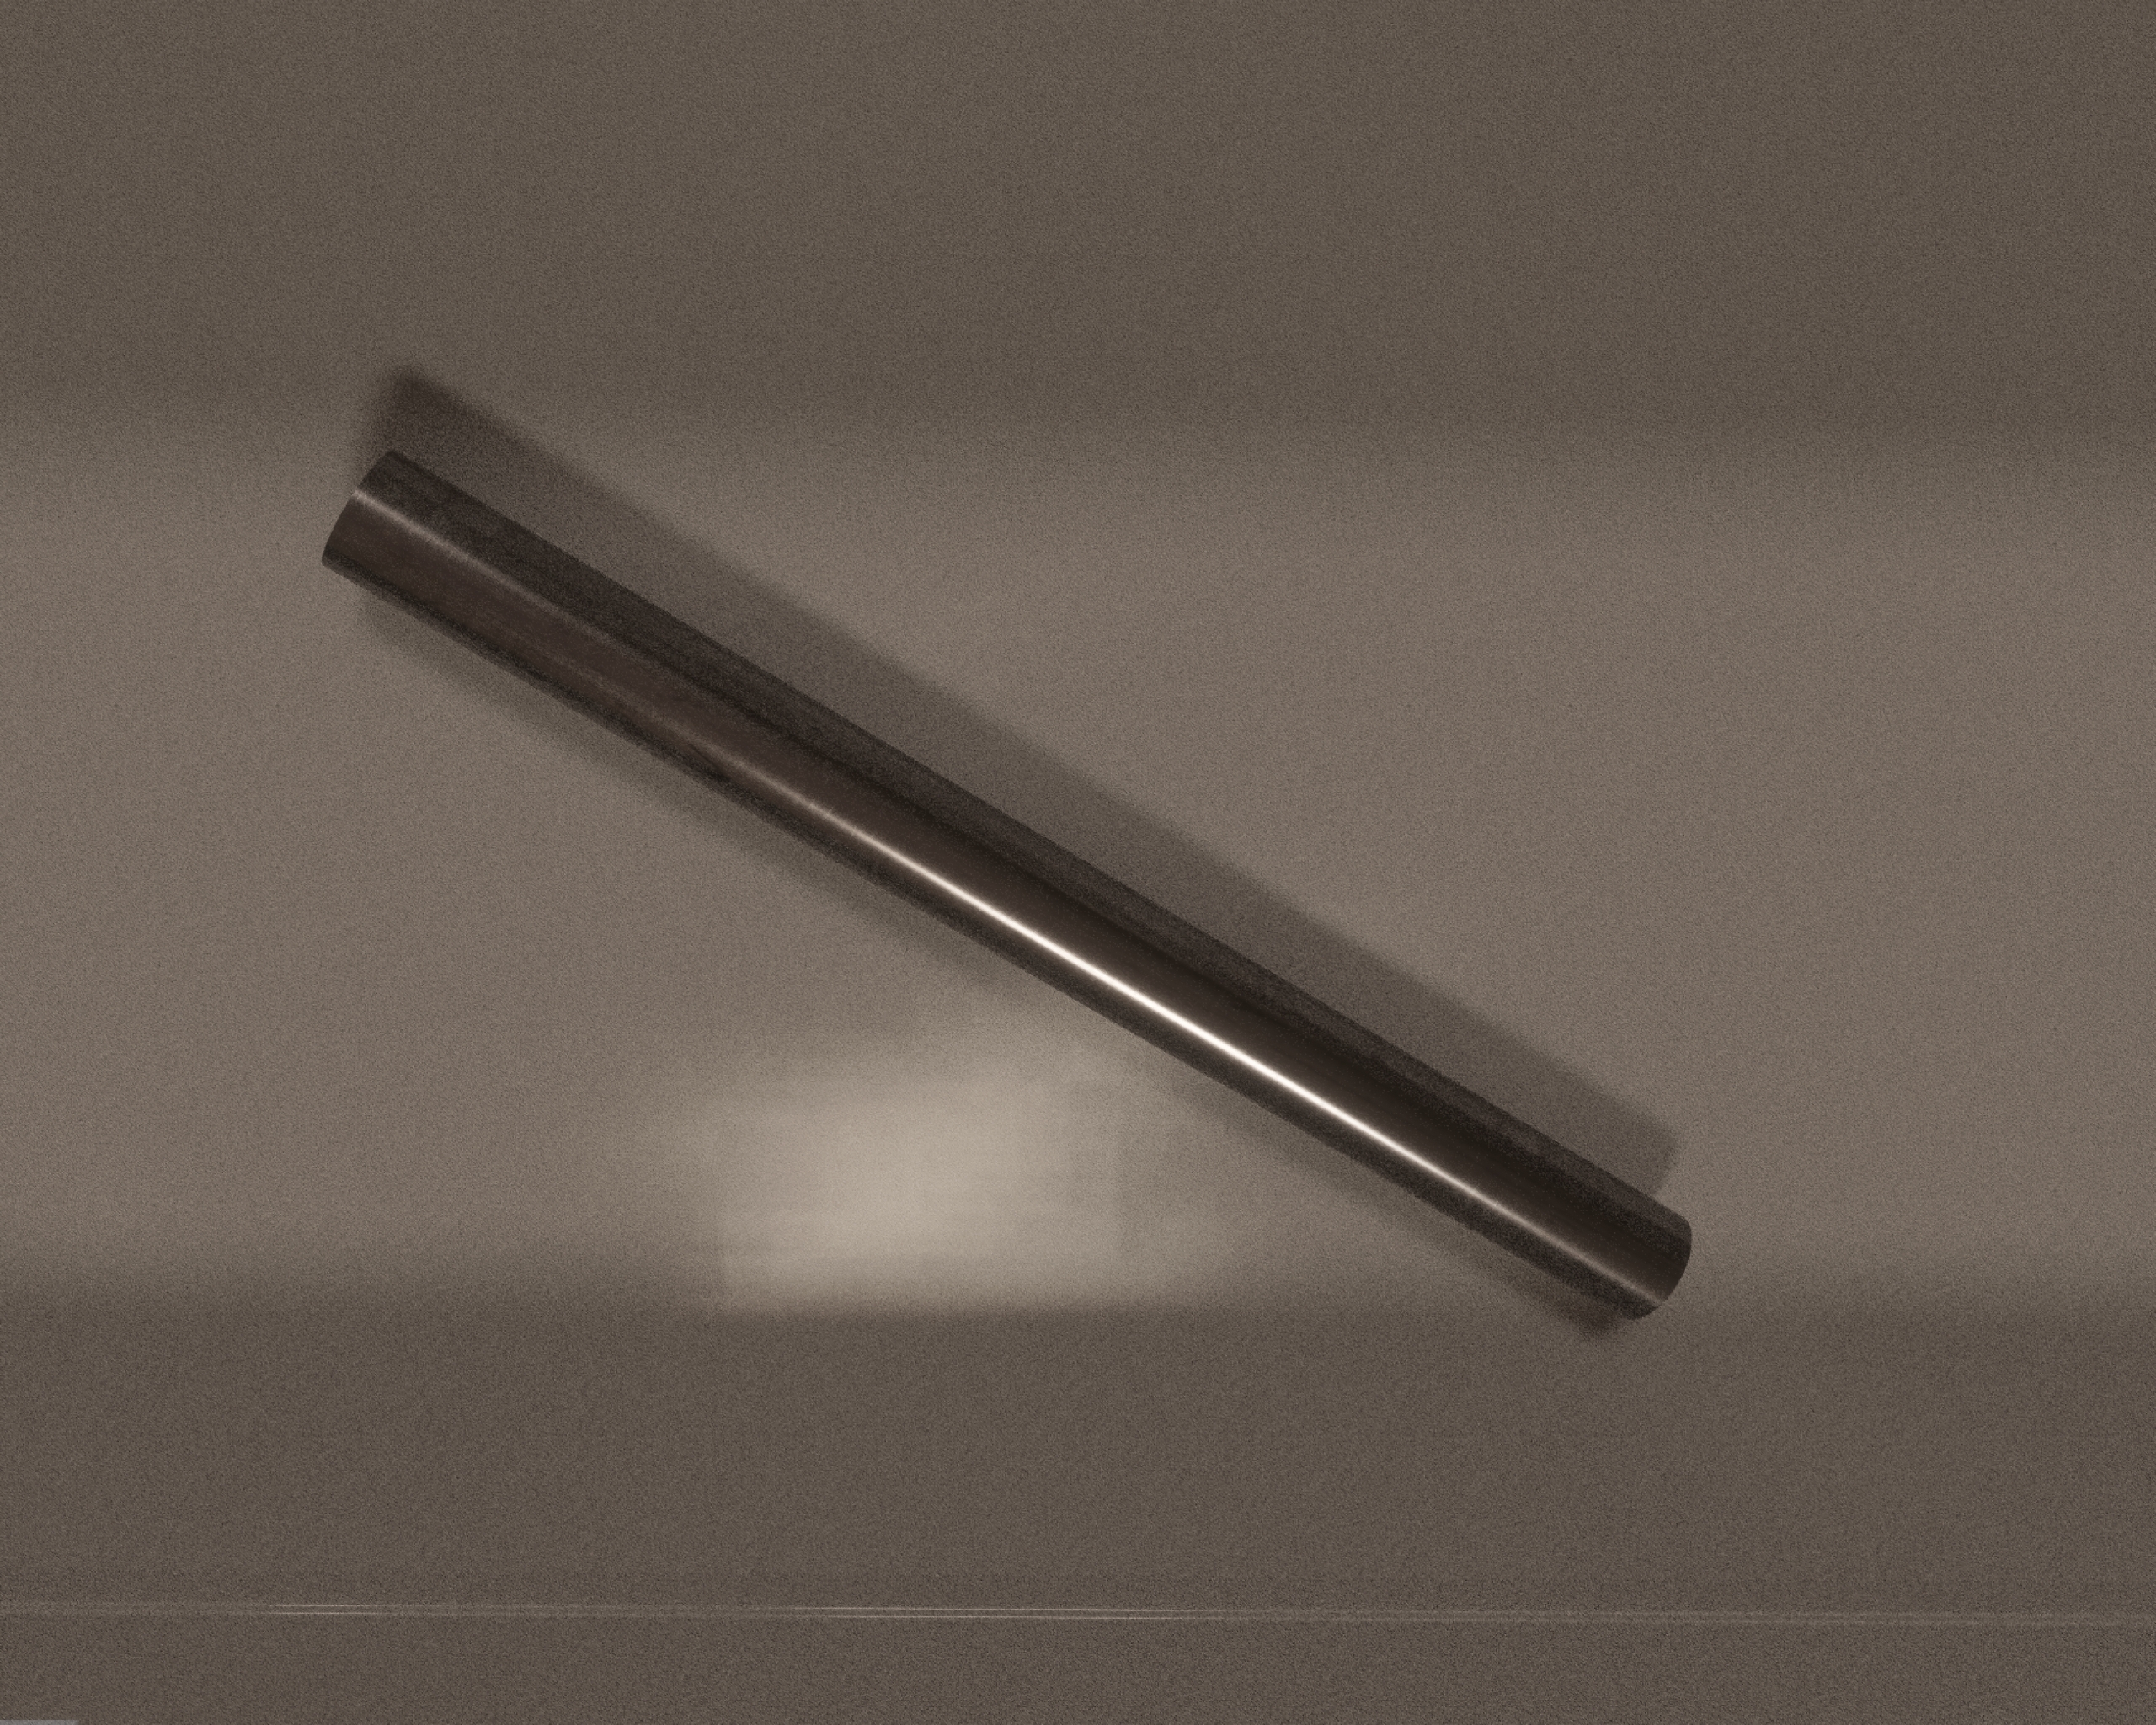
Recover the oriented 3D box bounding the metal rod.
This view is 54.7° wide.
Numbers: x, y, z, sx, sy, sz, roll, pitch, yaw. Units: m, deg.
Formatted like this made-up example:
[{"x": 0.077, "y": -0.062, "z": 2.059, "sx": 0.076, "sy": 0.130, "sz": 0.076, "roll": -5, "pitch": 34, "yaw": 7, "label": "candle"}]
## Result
[{"x": -0.005, "y": 0.010, "z": 0.413, "sx": 0.301, "sy": 0.025, "sz": 0.025, "roll": 31, "pitch": 107, "yaw": -11, "label": "metal rod"}]
